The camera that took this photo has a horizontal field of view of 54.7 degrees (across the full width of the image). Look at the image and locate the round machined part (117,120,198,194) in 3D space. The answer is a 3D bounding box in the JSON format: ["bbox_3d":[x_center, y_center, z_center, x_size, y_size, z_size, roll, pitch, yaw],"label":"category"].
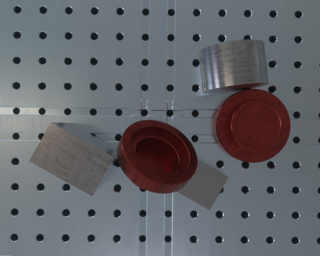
[{"bbox_3d":[-0.006,0.040,0.387,0.098,0.098,0.042,29,131,0],"label":"round machined part"}]

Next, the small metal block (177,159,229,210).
[{"bbox_3d":[0.055,0.073,0.414,0.050,0.025,0.050,30,90,0],"label":"small metal block"}]

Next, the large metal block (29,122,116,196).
[{"bbox_3d":[-0.098,0.035,0.385,0.080,0.080,0.050,29,90,0],"label":"large metal block"}]

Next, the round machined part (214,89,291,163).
[{"bbox_3d":[0.123,-0.003,0.406,0.099,0.042,0.097,0,90,0],"label":"round machined part"}]

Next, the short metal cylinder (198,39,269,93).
[{"bbox_3d":[0.091,-0.074,0.386,0.080,0.080,0.050,-6,90,0],"label":"short metal cylinder"}]
